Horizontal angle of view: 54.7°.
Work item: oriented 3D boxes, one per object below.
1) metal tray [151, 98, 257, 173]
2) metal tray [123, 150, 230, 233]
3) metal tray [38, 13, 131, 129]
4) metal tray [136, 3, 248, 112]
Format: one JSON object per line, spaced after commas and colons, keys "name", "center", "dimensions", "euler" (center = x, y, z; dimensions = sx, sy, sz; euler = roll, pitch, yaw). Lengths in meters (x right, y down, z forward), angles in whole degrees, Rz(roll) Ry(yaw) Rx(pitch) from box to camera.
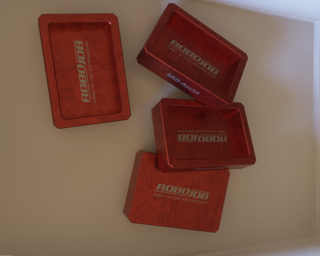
{"name": "metal tray", "center": [0.059, 0.010, 0.410], "dimensions": [0.131, 0.030, 0.090], "euler": [1, 70, -24]}
{"name": "metal tray", "center": [0.025, 0.086, 0.418], "dimensions": [0.131, 0.030, 0.090], "euler": [14, 85, -20]}
{"name": "metal tray", "center": [-0.090, -0.069, 0.374], "dimensions": [0.091, 0.030, 0.129], "euler": [-9, 93, -20]}
{"name": "metal tray", "center": [0.046, -0.092, 0.406], "dimensions": [0.131, 0.030, 0.090], "euler": [30, 63, -12]}
